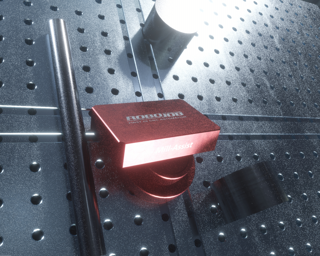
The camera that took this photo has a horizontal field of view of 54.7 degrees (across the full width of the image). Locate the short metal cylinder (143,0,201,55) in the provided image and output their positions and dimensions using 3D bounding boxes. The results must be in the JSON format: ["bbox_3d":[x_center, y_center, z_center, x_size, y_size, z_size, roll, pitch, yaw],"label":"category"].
[{"bbox_3d":[0.019,-0.167,0.504,0.081,0.050,0.080,14,56,-21],"label":"short metal cylinder"}]

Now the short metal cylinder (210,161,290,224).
[{"bbox_3d":[0.109,0.080,0.383,0.081,0.080,0.050,-8,66,-32],"label":"short metal cylinder"}]

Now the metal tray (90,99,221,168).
[{"bbox_3d":[-0.006,0.000,0.371,0.131,0.030,0.090,-7,32,-30],"label":"metal tray"}]

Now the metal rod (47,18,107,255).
[{"bbox_3d":[-0.101,-0.007,0.357,0.025,0.025,0.299,-2,63,-29],"label":"metal rod"}]

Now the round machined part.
[{"bbox_3d":[0.001,0.037,0.375,0.099,0.042,0.098,13,56,-21],"label":"round machined part"}]
